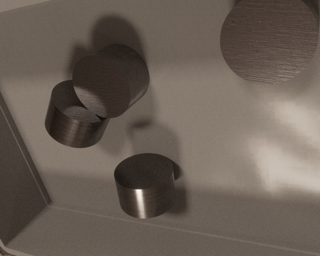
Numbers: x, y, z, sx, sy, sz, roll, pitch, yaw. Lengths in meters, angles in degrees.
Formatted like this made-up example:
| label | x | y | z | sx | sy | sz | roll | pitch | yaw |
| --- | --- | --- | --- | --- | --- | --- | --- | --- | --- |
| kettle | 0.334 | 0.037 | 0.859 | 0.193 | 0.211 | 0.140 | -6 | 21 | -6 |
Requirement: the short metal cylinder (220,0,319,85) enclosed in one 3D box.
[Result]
| label | x | y | z | sx | sy | sz | roll | pitch | yaw |
| --- | --- | --- | --- | --- | --- | --- | --- | --- | --- |
| short metal cylinder | 0.101 | -0.087 | 0.285 | 0.080 | 0.050 | 0.079 | 13 | 124 | 20 |

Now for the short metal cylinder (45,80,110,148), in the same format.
| label | x | y | z | sx | sy | sz | roll | pitch | yaw |
| --- | --- | --- | --- | --- | --- | --- | --- | --- | --- |
| short metal cylinder | -0.108 | -0.020 | 0.416 | 0.080 | 0.080 | 0.050 | 34 | 129 | 5 |

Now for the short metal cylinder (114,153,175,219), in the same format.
| label | x | y | z | sx | sy | sz | roll | pitch | yaw |
| --- | --- | --- | --- | --- | --- | --- | --- | --- | --- |
| short metal cylinder | -0.020 | 0.078 | 0.430 | 0.080 | 0.080 | 0.050 | 8 | 122 | 23 |

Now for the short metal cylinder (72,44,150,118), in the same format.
| label | x | y | z | sx | sy | sz | roll | pitch | yaw |
| --- | --- | --- | --- | --- | --- | --- | --- | --- | --- |
| short metal cylinder | -0.060 | -0.059 | 0.386 | 0.080 | 0.050 | 0.079 | 13 | 124 | 20 |
